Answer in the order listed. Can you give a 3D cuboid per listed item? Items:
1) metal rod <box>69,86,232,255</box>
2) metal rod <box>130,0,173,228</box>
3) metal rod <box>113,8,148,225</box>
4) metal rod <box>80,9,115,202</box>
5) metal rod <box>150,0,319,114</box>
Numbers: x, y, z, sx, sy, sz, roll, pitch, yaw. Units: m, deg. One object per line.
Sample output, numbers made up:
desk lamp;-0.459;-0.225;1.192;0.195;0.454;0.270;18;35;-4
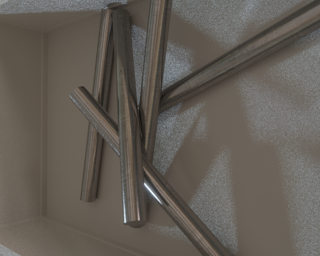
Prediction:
metal rod;-0.011;0.061;0.372;0.300;0.025;0.025;47;119;14
metal rod;-0.016;-0.008;0.391;0.025;0.025;0.298;21;112;38
metal rod;-0.041;-0.034;0.387;0.025;0.025;0.299;-29;55;36
metal rod;-0.096;-0.030;0.486;0.025;0.025;0.298;13;98;39
metal rod;0.059;-0.062;0.357;0.299;0.025;0.025;-26;74;37
